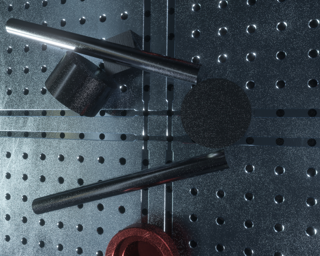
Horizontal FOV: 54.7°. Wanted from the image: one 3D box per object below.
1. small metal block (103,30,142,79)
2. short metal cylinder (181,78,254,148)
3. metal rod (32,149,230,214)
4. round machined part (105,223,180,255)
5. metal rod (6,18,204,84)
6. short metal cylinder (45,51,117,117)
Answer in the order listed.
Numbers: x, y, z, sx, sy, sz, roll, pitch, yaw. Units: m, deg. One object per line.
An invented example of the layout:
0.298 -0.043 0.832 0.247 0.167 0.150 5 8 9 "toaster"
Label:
-0.052 -0.101 0.431 0.050 0.025 0.050 -16 85 19 "small metal block"
0.071 -0.017 0.374 0.080 0.050 0.080 0 90 20 "short metal cylinder"
-0.053 0.079 0.431 0.300 0.025 0.025 -17 84 19 "metal rod"
-0.019 0.174 0.410 0.098 0.042 0.097 0 90 20 "round machined part"
-0.087 -0.108 0.416 0.301 0.025 0.025 19 96 19 "metal rod"
-0.106 -0.060 0.421 0.080 0.080 0.050 43 103 15 "short metal cylinder"
